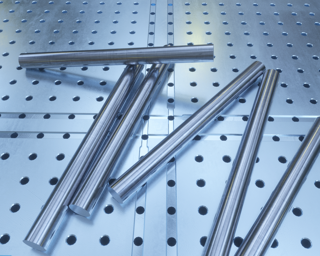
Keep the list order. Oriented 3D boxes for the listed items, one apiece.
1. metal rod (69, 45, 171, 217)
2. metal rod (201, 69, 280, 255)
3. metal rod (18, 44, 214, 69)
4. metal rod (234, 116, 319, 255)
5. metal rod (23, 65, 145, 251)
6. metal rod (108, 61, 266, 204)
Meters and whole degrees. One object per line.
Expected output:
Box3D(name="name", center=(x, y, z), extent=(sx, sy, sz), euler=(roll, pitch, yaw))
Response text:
Box3D(name="metal rod", center=(-0.036, -0.019, 0.423), extent=(0.025, 0.025, 0.301), euler=(15, 52, 12))
Box3D(name="metal rod", center=(0.111, 0.025, 0.387), extent=(0.025, 0.025, 0.301), euler=(19, 52, 15))
Box3D(name="metal rod", center=(-0.072, -0.107, 0.469), extent=(0.301, 0.025, 0.025), euler=(0, 50, 11))
Box3D(name="metal rod", center=(0.127, 0.085, 0.336), extent=(0.025, 0.025, 0.301), euler=(31, 56, 23))
Box3D(name="metal rod", center=(-0.081, 0.007, 0.401), extent=(0.025, 0.025, 0.300), euler=(13, 51, 11))
Box3D(name="metal rod", center=(0.053, -0.010, 0.416), extent=(0.025, 0.025, 0.301), euler=(35, 58, 26))
